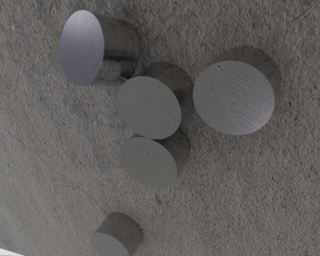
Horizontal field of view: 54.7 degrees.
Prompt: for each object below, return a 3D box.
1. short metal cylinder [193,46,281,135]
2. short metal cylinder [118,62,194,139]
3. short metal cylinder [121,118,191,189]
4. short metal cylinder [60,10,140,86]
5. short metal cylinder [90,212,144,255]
[{"bbox_3d":[0.081,-0.039,0.324,0.080,0.050,0.079,13,124,21],"label":"short metal cylinder"},{"bbox_3d":[-0.003,-0.033,0.372,0.080,0.050,0.079,13,124,21],"label":"short metal cylinder"},{"bbox_3d":[-0.005,0.034,0.414,0.080,0.050,0.079,13,124,21],"label":"short metal cylinder"},{"bbox_3d":[-0.070,-0.088,0.354,0.080,0.050,0.079,5,98,40],"label":"short metal cylinder"},{"bbox_3d":[-0.076,0.198,0.554,0.080,0.050,0.079,13,124,21],"label":"short metal cylinder"}]
